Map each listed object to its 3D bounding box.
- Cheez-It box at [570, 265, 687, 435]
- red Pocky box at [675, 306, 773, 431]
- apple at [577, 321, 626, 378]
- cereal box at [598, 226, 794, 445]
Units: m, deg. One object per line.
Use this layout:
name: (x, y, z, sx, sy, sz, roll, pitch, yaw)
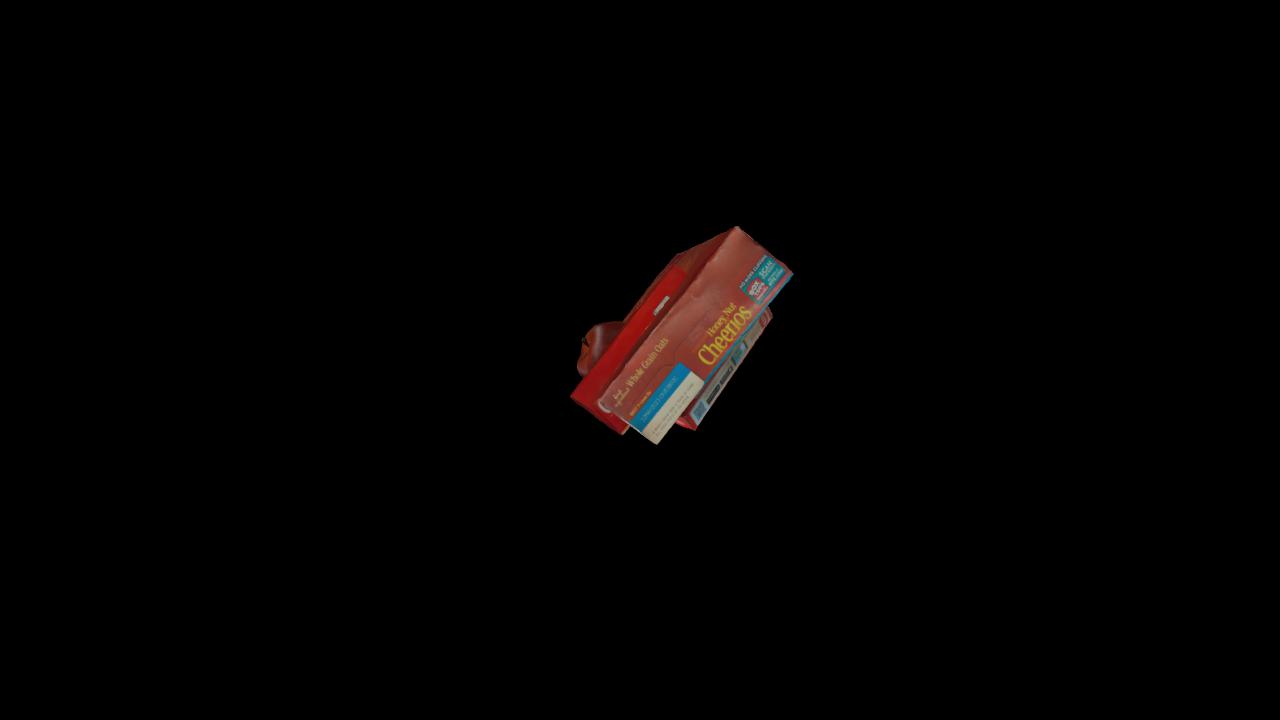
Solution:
Cheez-It box: (0.004, -0.005, 0.685, 0.071, 0.166, 0.223, 38, -4, 0)
red Pocky box: (0.062, -0.003, 0.633, 0.083, 0.155, 0.028, 18, -28, 43)
apple: (-0.019, -0.003, 0.634, 0.093, 0.079, 0.079, 20, -8, -23)
cereal box: (0.035, -0.033, 0.692, 0.081, 0.203, 0.306, 38, 0, -9)
